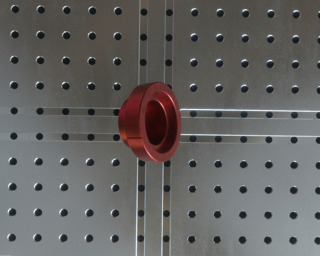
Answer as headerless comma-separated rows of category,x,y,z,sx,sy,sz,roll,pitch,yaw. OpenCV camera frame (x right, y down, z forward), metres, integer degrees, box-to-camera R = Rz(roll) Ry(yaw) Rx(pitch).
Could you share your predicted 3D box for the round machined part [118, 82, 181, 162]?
round machined part,-0.015,-0.006,0.385,0.042,0.099,0.097,-2,90,31
